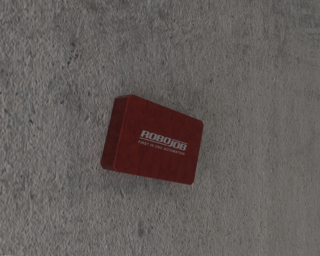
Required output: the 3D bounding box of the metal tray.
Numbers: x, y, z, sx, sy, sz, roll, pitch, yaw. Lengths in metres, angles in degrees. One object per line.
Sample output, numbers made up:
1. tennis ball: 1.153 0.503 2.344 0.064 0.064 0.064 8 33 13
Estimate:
1. metal tray: -0.004 0.019 0.397 0.131 0.030 0.090 18 79 -38
